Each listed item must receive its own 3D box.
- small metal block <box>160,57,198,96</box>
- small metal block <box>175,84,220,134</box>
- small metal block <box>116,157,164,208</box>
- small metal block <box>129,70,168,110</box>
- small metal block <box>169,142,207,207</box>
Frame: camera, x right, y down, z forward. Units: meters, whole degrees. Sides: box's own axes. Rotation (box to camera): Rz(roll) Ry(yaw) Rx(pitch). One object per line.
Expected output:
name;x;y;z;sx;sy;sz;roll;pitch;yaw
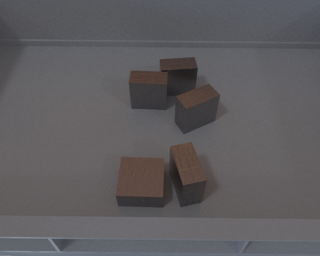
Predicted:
small metal block;0.026;-0.074;0.451;0.050;0.050;0.025;-5;50;-4
small metal block;0.048;-0.025;0.410;0.050;0.050;0.025;-23;54;-18
small metal block;-0.021;0.061;0.353;0.050;0.025;0.050;2;50;1
small metal block;-0.015;-0.052;0.432;0.050;0.050;0.025;2;50;2
small metal block;0.029;0.052;0.345;0.025;0.050;0.050;-11;51;-9
